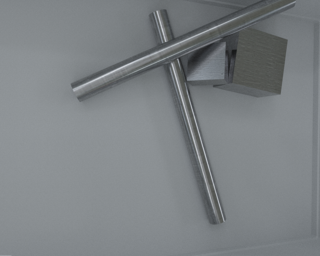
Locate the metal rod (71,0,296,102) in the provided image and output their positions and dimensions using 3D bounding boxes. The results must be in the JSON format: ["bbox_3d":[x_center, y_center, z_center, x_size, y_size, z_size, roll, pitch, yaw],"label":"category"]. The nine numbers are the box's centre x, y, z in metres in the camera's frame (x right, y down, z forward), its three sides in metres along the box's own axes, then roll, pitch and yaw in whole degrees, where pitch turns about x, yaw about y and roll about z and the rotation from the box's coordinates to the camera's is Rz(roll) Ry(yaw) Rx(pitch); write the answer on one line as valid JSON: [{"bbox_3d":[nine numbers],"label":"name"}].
[{"bbox_3d":[0.034,-0.106,0.390,0.302,0.025,0.025,-25,99,-6],"label":"metal rod"}]

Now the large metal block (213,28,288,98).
[{"bbox_3d":[0.130,-0.093,0.447,0.081,0.050,0.080,9,87,-20],"label":"large metal block"}]

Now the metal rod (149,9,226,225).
[{"bbox_3d":[0.040,-0.010,0.426,0.025,0.025,0.298,-19,97,-19],"label":"metal rod"}]

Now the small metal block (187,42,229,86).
[{"bbox_3d":[0.065,-0.086,0.418,0.050,0.025,0.050,1,82,23],"label":"small metal block"}]
